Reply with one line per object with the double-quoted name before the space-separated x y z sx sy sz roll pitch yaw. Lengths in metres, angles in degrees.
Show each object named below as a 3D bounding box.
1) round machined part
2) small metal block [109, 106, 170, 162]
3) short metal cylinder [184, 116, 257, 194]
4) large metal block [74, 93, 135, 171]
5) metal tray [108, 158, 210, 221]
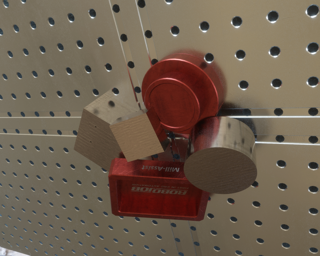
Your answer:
"round machined part" 0.021 -0.034 0.368 0.098 0.042 0.097 13 124 21
"small metal block" -0.024 0.008 0.368 0.050 0.025 0.050 -18 106 23
"short metal cylinder" 0.071 0.033 0.363 0.080 0.050 0.079 7 133 8
"large metal block" -0.067 0.011 0.437 0.080 0.050 0.079 31 128 8
"metal tray" -0.001 0.086 0.425 0.131 0.030 0.089 4 130 0
